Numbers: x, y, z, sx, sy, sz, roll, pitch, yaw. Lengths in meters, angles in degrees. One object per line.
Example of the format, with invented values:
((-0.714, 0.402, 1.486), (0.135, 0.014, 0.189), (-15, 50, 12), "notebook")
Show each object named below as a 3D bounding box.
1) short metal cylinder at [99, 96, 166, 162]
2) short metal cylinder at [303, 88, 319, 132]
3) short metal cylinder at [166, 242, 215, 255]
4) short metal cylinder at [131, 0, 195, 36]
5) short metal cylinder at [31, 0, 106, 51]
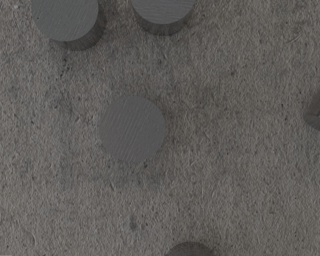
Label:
((-0.033, 0.001, 0.397), (0.081, 0.050, 0.080), (0, 90, 0), "short metal cylinder")
((0.229, -0.018, 0.384), (0.080, 0.080, 0.050), (30, 90, 0), "short metal cylinder")
((0.042, 0.195, 0.398), (0.081, 0.050, 0.080), (0, 90, 0), "short metal cylinder")
((0.003, -0.165, 0.397), (0.081, 0.050, 0.080), (0, 90, 0), "short metal cylinder")
((-0.114, -0.144, 0.396), (0.081, 0.050, 0.080), (0, 90, 0), "short metal cylinder")
